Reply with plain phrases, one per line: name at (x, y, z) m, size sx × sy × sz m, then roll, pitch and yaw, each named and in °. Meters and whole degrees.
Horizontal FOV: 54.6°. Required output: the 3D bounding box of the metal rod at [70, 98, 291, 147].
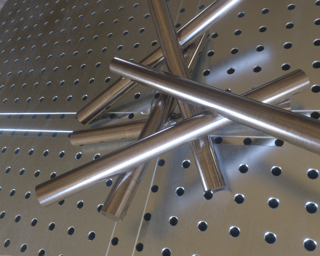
metal rod at (0.010, -0.004, 0.406) m, size 0.300 × 0.025 × 0.025 m, roll -9°, pitch 58°, yaw 23°

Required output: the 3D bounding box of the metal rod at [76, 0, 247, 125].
metal rod at (-0.004, -0.097, 0.439) m, size 0.300 × 0.025 × 0.025 m, roll -35°, pitch 51°, yaw 17°

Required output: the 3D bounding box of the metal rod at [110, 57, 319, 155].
metal rod at (0.032, -0.040, 0.335) m, size 0.300 × 0.025 × 0.025 m, roll 28°, pitch 77°, yaw 45°

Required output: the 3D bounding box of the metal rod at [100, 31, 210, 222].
metal rod at (0.006, -0.027, 0.391) m, size 0.025 × 0.025 × 0.300 m, roll 6°, pitch 55°, yaw 31°

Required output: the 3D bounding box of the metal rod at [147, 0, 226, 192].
metal rod at (0.024, -0.069, 0.387) m, size 0.025 × 0.025 × 0.299 m, roll -21°, pitch 69°, yaw 16°

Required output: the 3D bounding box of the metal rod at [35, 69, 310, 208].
metal rod at (0.016, 0.009, 0.326) m, size 0.301 × 0.025 × 0.025 m, roll -24°, pitch 52°, yaw -3°
